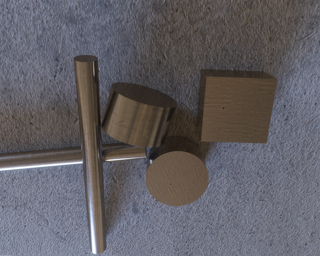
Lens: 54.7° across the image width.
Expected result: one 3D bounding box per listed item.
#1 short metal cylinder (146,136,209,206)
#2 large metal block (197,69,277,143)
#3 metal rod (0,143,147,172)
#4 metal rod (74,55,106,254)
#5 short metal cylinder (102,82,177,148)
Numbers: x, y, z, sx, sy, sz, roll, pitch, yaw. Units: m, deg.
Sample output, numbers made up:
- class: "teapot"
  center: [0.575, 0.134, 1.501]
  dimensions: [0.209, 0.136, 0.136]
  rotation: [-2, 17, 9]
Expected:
- class: "short metal cylinder"
  center: [0.022, 0.057, 0.418]
  dimensions: [0.081, 0.050, 0.079]
  rotation: [0, 110, 0]
- class: "large metal block"
  center: [0.091, -0.028, 0.387]
  dimensions: [0.081, 0.050, 0.079]
  rotation: [2, 110, -1]
- class: "metal rod"
  center: [-0.169, 0.043, 0.423]
  dimensions: [0.302, 0.025, 0.025]
  rotation: [-5, 110, 1]
- class: "metal rod"
  center: [-0.087, 0.055, 0.403]
  dimensions: [0.025, 0.025, 0.298]
  rotation: [3, 120, -1]
- class: "short metal cylinder"
  center: [-0.025, -0.017, 0.374]
  dimensions: [0.080, 0.080, 0.050]
  rotation: [16, 109, -6]
